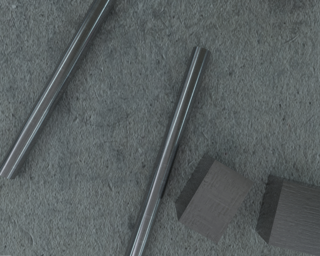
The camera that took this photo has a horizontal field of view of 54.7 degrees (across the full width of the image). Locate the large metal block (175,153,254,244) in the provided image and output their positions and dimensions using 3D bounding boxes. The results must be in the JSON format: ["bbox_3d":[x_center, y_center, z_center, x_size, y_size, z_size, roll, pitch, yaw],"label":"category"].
[{"bbox_3d":[0.062,0.082,0.383,0.050,0.080,0.080,31,90,-1],"label":"large metal block"}]

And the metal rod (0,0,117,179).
[{"bbox_3d":[-0.129,-0.069,0.408,0.025,0.025,0.299,30,90,-1],"label":"metal rod"}]

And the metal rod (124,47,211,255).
[{"bbox_3d":[0.009,0.039,0.410,0.025,0.025,0.298,18,90,-1],"label":"metal rod"}]

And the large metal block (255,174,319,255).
[{"bbox_3d":[0.179,0.112,0.400,0.080,0.050,0.080,14,90,-1],"label":"large metal block"}]
